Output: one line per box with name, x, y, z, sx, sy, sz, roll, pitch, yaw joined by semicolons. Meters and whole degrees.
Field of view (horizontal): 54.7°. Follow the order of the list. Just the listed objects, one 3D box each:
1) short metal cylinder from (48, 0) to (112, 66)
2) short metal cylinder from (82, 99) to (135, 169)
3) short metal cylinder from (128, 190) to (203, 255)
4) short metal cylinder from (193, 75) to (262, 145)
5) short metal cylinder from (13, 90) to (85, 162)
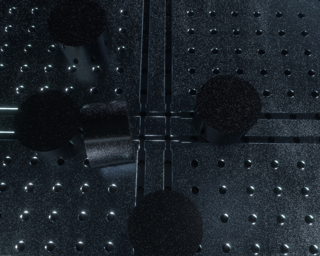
short metal cylinder;-0.113;-0.137;0.447;0.081;0.050;0.080;0;70;0
short metal cylinder;-0.061;0.007;0.379;0.050;0.080;0.080;-8;70;-3
short metal cylinder;0.006;0.115;0.356;0.081;0.050;0.080;0;70;0
short metal cylinder;0.086;-0.022;0.408;0.081;0.050;0.080;0;70;0
short metal cylinder;-0.137;-0.001;0.397;0.081;0.050;0.080;0;70;0
